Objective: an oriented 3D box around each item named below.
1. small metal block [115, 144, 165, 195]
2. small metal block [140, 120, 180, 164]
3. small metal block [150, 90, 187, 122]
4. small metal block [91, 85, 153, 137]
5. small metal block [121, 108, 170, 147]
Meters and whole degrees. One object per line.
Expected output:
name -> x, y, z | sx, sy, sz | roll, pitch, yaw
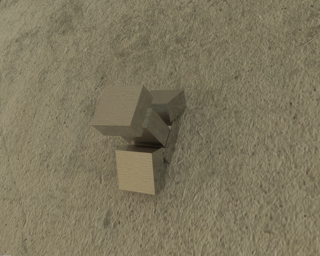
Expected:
small metal block -> -0.023, 0.049, 0.370 | 0.050, 0.025, 0.050 | 2, 103, 29
small metal block -> -0.007, 0.017, 0.398 | 0.050, 0.025, 0.050 | 3, 63, 29
small metal block -> 0.000, -0.030, 0.407 | 0.050, 0.025, 0.050 | 3, 27, 29
small metal block -> -0.041, -0.019, 0.341 | 0.050, 0.025, 0.050 | 1, 62, 28
small metal block -> -0.023, -0.001, 0.368 | 0.050, 0.050, 0.025 | 3, 63, 29
